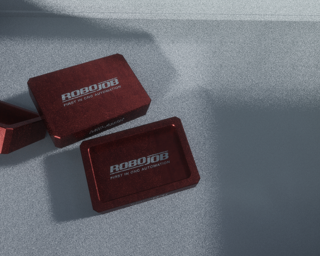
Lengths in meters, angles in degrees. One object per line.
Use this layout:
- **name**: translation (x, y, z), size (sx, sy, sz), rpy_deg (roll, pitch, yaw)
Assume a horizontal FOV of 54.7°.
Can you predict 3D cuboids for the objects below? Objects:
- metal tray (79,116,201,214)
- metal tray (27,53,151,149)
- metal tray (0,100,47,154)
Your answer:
- **metal tray**: translation (-0.026, 0.046, 0.389), size (0.131, 0.030, 0.090), rpy_deg (-15, 71, -6)
- **metal tray**: translation (-0.089, -0.039, 0.402), size (0.131, 0.030, 0.090), rpy_deg (-23, 71, -26)
- **metal tray**: translation (-0.216, -0.013, 0.373), size (0.131, 0.090, 0.030), rpy_deg (18, 102, 4)
